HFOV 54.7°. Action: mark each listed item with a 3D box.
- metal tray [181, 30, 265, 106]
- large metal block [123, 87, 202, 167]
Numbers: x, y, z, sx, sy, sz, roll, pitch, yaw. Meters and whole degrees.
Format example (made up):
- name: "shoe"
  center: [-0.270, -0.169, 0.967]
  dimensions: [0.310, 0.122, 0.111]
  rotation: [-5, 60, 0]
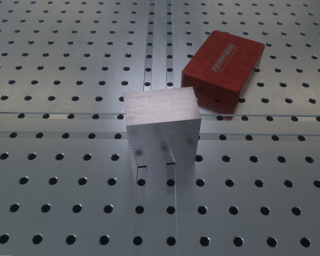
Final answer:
- name: "metal tray"
  center: [0.101, -0.099, 0.488]
  dimensions: [0.090, 0.030, 0.130]
  rotation: [23, 53, 18]
- name: "large metal block"
  center: [0.001, 0.000, 0.372]
  dimensions: [0.081, 0.080, 0.050]
  rotation: [-6, 50, -5]
